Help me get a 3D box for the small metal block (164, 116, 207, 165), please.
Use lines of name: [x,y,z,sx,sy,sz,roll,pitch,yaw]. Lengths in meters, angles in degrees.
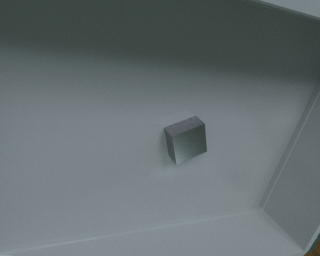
small metal block: [0.037,0.017,0.439,0.050,0.025,0.050,-21,127,-16]
